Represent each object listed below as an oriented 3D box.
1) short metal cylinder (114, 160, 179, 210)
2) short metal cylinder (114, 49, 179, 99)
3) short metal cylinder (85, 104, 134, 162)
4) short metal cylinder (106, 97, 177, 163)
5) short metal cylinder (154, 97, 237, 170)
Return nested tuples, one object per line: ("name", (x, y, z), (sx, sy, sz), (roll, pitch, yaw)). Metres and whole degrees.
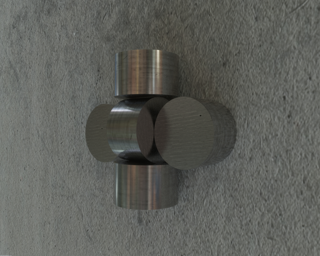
("short metal cylinder", (-0.017, 0.067, 0.386), (0.080, 0.081, 0.050), (0, 90, 40))
("short metal cylinder", (-0.017, -0.063, 0.385), (0.080, 0.081, 0.050), (0, 90, 40))
("short metal cylinder", (-0.060, 0.007, 0.440), (0.080, 0.050, 0.080), (0, 90, 39))
("short metal cylinder", (-0.019, 0.002, 0.387), (0.050, 0.081, 0.080), (1, 91, 40))
("short metal cylinder", (0.040, 0.005, 0.357), (0.080, 0.050, 0.080), (0, 91, 40))
